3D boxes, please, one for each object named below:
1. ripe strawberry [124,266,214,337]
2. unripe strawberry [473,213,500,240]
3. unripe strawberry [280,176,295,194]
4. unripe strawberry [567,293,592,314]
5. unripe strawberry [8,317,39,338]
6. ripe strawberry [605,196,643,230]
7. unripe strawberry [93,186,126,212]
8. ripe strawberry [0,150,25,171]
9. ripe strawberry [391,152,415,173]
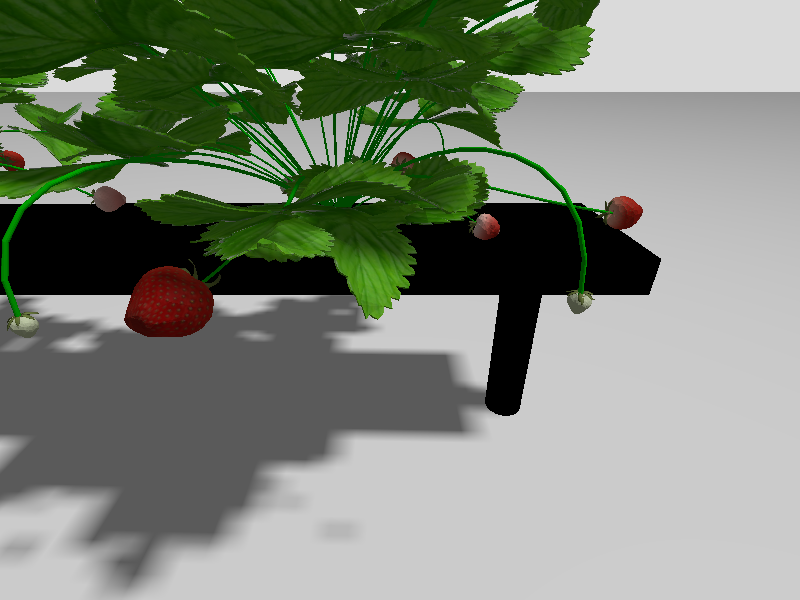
[{"bbox_3d":[-0.116,0.002,0.198,0.039,0.033,0.039,9,31,16],"label":"ripe strawberry"},{"bbox_3d":[0.070,-0.058,0.320,0.021,0.022,0.019,24,34,7],"label":"unripe strawberry"},{"bbox_3d":[-0.124,-0.129,0.449,0.022,0.019,0.022,-18,33,-29],"label":"unripe strawberry"},{"bbox_3d":[0.086,0.002,0.192,0.010,0.011,0.011,-21,35,-32],"label":"unripe strawberry"},{"bbox_3d":[-0.173,0.012,0.185,0.011,0.011,0.010,16,33,27],"label":"unripe strawberry"},{"bbox_3d":[0.196,-0.076,0.349,0.029,0.028,0.027,1,29,1],"label":"ripe strawberry"},{"bbox_3d":[-0.284,-0.099,0.393,0.025,0.024,0.023,-4,29,-10],"label":"unripe strawberry"},{"bbox_3d":[-0.538,-0.193,0.558,0.028,0.029,0.030,-4,20,-7],"label":"ripe strawberry"},{"bbox_3d":[0.008,-0.171,0.512,0.034,0.036,0.037,10,30,17],"label":"ripe strawberry"}]
